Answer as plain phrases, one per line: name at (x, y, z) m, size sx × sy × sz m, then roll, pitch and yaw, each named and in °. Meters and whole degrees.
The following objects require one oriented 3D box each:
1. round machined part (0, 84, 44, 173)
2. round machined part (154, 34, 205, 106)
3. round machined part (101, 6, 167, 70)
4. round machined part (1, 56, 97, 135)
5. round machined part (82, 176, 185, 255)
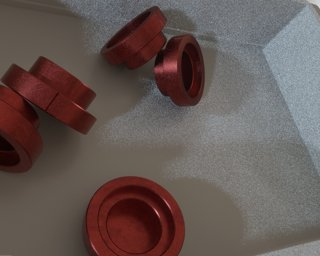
round machined part at (-0.151, -0.004, 0.280) m, size 0.098 × 0.097 × 0.042 m, roll 29°, pitch 52°, yaw -10°
round machined part at (0.026, -0.079, 0.435) m, size 0.098 × 0.042 × 0.097 m, roll 0°, pitch 90°, yaw -62°
round machined part at (-0.030, -0.116, 0.420) m, size 0.042 × 0.098 × 0.098 m, roll 49°, pitch 47°, yaw -26°
round machined part at (-0.106, -0.037, 0.320) m, size 0.098 × 0.098 × 0.042 m, roll 34°, pitch 84°, yaw -6°
round machined part at (-0.028, 0.101, 0.311) m, size 0.099 × 0.042 × 0.098 m, roll 14°, pitch 47°, yaw -15°
